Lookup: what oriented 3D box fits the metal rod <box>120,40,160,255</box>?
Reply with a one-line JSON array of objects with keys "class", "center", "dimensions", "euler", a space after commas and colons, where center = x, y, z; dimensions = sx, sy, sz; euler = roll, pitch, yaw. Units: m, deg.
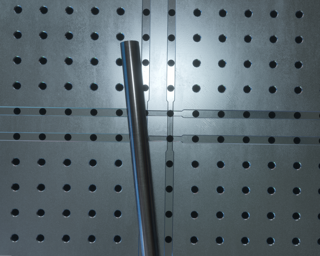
[{"class": "metal rod", "center": [-0.026, 0.035, 0.413], "dimensions": [0.025, 0.025, 0.298], "euler": [-6, 90, 0]}]
